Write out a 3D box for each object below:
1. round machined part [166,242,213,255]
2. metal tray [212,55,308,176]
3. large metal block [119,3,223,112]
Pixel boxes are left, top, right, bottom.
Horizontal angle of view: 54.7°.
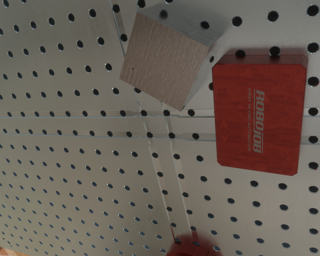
[{"bbox_3d":[0.051,0.245,0.525,0.098,0.042,0.097,13,124,21],"label":"round machined part"},{"bbox_3d":[0.109,-0.013,0.343,0.090,0.030,0.129,6,121,25],"label":"metal tray"},{"bbox_3d":[0.010,-0.078,0.341,0.080,0.050,0.079,29,128,9],"label":"large metal block"}]
